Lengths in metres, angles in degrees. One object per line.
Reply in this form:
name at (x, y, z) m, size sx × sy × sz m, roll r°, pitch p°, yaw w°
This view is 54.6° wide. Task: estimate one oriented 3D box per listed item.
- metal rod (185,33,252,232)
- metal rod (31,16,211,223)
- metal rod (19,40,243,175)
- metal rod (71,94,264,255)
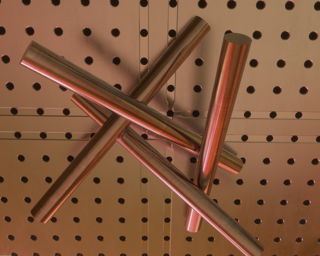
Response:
metal rod at (0.060, 0.034, 0.373) m, size 0.025 × 0.025 × 0.298 m, roll 4°, pitch 130°, yaw -2°
metal rod at (-0.046, -0.010, 0.369) m, size 0.025 × 0.025 × 0.300 m, roll 40°, pitch 90°, yaw -13°
metal rod at (-0.007, -0.007, 0.357) m, size 0.301 × 0.025 × 0.025 m, roll 28°, pitch 109°, yaw -31°
metal rod at (0.007, 0.055, 0.390) m, size 0.300 × 0.025 × 0.025 m, roll 41°, pitch 105°, yaw 3°
